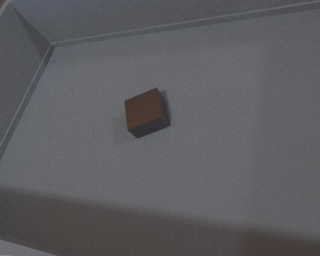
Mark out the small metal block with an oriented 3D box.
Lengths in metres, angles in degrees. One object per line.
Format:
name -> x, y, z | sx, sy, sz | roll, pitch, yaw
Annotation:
small metal block -> -0.018, -0.020, 0.422 | 0.050, 0.025, 0.050 | -21, 54, 15
